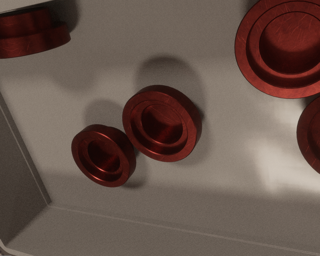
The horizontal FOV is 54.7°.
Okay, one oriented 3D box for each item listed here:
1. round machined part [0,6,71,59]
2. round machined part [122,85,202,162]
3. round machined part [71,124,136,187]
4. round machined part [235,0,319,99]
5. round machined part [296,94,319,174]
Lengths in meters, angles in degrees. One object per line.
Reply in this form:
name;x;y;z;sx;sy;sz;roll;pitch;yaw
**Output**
round machined part;-0.162;-0.118;0.372;0.098;0.098;0.042;5;121;25
round machined part;0.006;-0.009;0.388;0.098;0.042;0.097;13;124;20
round machined part;-0.078;0.037;0.460;0.098;0.042;0.097;13;124;20
round machined part;0.122;-0.080;0.284;0.098;0.042;0.097;13;124;20
round machined part;0.186;0.004;0.290;0.098;0.042;0.097;21;124;37
